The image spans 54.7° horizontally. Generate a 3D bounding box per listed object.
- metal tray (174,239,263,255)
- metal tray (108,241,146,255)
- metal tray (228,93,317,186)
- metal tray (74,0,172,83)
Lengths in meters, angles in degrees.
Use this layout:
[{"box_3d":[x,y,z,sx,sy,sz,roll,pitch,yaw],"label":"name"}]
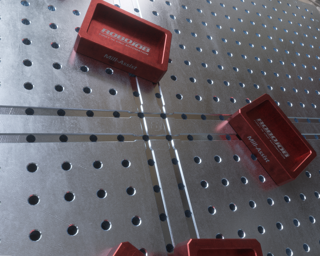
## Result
[{"box_3d":[0.065,0.176,0.295,0.091,0.030,0.130,9,58,-24],"label":"metal tray"},{"box_3d":[-0.012,0.183,0.288,0.130,0.030,0.090,39,51,-2],"label":"metal tray"},{"box_3d":[0.181,0.015,0.495,0.091,0.030,0.130,-28,77,-38],"label":"metal tray"},{"box_3d":[-0.050,-0.129,0.458,0.131,0.030,0.090,19,54,-17],"label":"metal tray"}]
